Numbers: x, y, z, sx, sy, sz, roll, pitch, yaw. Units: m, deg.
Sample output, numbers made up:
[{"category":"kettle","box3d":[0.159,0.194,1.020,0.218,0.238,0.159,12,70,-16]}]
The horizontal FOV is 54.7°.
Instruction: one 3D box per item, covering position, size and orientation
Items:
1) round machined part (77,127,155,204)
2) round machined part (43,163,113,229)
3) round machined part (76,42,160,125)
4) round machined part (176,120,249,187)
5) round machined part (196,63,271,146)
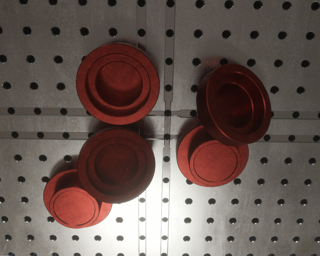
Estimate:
[{"category":"round machined part","box3d":[-0.059,0.046,0.411,0.099,0.042,0.097,-2,97,-13]},{"category":"round machined part","box3d":[-0.117,0.103,0.441,0.099,0.042,0.097,0,110,-1]},{"category":"round machined part","box3d":[-0.050,-0.056,0.383,0.099,0.042,0.097,0,110,-1]},{"category":"round machined part","box3d":[0.072,0.039,0.420,0.099,0.042,0.097,0,110,-1]},{"category":"round machined part","box3d":[0.085,-0.025,0.379,0.099,0.042,0.098,7,75,-27]}]
